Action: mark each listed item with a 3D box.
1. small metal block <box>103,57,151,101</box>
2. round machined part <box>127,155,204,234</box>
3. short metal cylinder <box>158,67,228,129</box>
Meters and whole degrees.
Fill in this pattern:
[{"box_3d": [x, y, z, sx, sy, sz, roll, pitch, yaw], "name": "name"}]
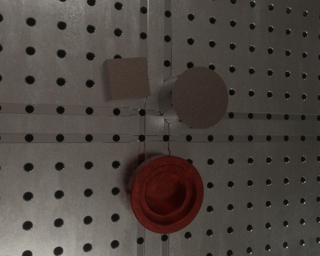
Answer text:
[{"box_3d": [-0.043, -0.063, 0.398, 0.050, 0.025, 0.050, -8, 93, -20], "name": "small metal block"}, {"box_3d": [0.004, 0.084, 0.406, 0.099, 0.042, 0.097, 0, 90, -21], "name": "round machined part"}, {"box_3d": [0.044, -0.038, 0.417, 0.081, 0.050, 0.079, 0, 90, -20], "name": "short metal cylinder"}]
